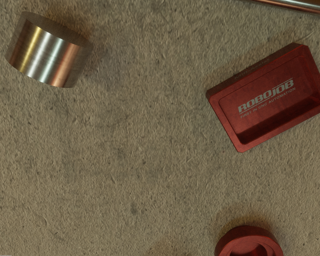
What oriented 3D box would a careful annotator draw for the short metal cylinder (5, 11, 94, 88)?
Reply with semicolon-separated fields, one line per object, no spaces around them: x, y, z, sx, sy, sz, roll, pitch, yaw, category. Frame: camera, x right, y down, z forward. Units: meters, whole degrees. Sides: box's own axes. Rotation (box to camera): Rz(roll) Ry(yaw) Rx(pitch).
-0.122;-0.087;0.347;0.080;0.080;0.050;27;108;-10;short metal cylinder

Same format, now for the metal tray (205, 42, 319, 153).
0.136;-0.037;0.395;0.130;0.030;0.090;-29;108;10;metal tray

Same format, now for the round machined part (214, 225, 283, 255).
0.132;0.189;0.472;0.099;0.042;0.097;0;110;-1;round machined part

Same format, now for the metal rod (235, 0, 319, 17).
0.090;-0.159;0.352;0.302;0.025;0.025;9;110;-4;metal rod
